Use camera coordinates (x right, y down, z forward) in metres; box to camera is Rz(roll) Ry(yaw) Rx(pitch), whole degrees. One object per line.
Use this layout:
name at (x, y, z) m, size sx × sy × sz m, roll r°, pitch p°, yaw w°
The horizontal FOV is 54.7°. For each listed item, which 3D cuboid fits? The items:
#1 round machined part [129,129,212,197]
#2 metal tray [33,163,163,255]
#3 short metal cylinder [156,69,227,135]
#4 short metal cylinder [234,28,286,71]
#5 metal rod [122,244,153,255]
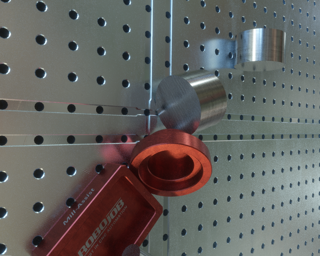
round machined part at (0.013, 0.039, 0.385) m, size 0.098 × 0.098 × 0.042 m, roll 44°, pitch 29°, yaw -31°
metal tray at (-0.063, 0.116, 0.353) m, size 0.130 × 0.030 × 0.090 m, roll -52°, pitch 120°, yaw -27°
short metal cylinder at (0.040, -0.033, 0.406) m, size 0.050 × 0.080 × 0.080 m, roll -20°, pitch 103°, yaw -39°
short metal cylinder at (0.164, -0.126, 0.510) m, size 0.081 × 0.080 × 0.050 m, roll 3°, pitch 88°, yaw -40°
metal rod at (0.047, 0.231, 0.428) m, size 0.300 × 0.025 × 0.025 m, roll 49°, pitch 61°, yaw -36°
